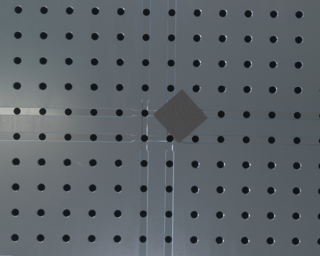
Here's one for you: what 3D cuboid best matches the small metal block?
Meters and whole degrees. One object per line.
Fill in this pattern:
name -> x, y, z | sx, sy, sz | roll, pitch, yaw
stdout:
small metal block -> 0.027, -0.015, 0.414 | 0.050, 0.025, 0.050 | -42, 90, 0
